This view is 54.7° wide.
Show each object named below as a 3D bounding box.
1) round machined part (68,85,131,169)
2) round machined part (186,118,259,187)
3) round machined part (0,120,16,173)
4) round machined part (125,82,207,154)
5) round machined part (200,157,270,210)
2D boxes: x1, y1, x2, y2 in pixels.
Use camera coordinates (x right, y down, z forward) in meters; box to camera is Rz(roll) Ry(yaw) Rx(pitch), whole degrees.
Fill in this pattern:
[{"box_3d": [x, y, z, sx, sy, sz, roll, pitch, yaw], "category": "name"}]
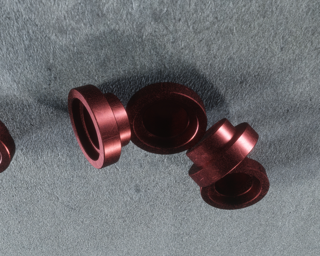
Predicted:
[{"box_3d": [-0.069, -0.004, 0.367, 0.042, 0.098, 0.097, -20, 138, -30], "category": "round machined part"}, {"box_3d": [0.071, 0.025, 0.389, 0.042, 0.098, 0.098, 47, 120, 0], "category": "round machined part"}, {"box_3d": [-0.241, 0.016, 0.407, 0.099, 0.042, 0.097, 0, 130, 0], "category": "round machined part"}, {"box_3d": [0.007, -0.016, 0.382, 0.099, 0.042, 0.097, 0, 130, 0], "category": "round machined part"}, {"box_3d": [0.108, 0.076, 0.461, 0.099, 0.042, 0.097, 0, 130, 0], "category": "round machined part"}]
